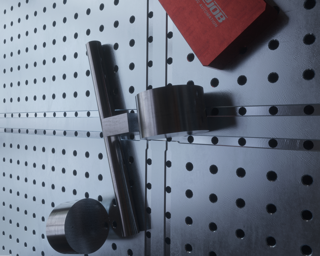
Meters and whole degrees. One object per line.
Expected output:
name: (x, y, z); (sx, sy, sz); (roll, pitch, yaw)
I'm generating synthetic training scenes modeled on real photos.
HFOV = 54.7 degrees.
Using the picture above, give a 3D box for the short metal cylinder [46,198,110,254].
short metal cylinder: (-0.125, 0.152, 0.477); (0.050, 0.081, 0.080); (-19, 78, 38)

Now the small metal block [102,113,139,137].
small metal block: (-0.044, -0.004, 0.429); (0.050, 0.050, 0.025); (-11, 83, 39)

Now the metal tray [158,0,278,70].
metal tray: (0.059, -0.144, 0.358); (0.090, 0.030, 0.130); (-43, 64, 31)

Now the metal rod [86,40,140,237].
metal rod: (-0.074, 0.009, 0.470); (0.025, 0.025, 0.299); (-21, 77, 38)

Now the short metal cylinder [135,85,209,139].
short metal cylinder: (0.014, -0.016, 0.362); (0.080, 0.081, 0.050); (-11, 83, 39)
